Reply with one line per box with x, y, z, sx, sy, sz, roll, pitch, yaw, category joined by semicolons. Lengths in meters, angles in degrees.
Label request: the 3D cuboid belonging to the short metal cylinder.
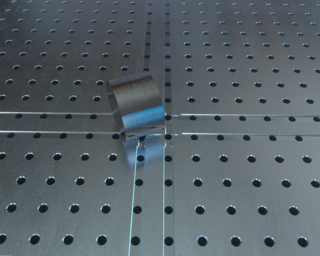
-0.032;-0.028;0.395;0.050;0.080;0.080;-17;52;-14;short metal cylinder
